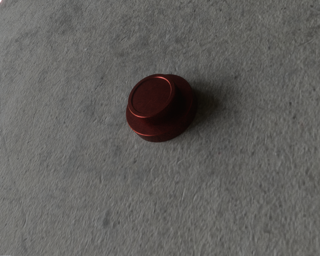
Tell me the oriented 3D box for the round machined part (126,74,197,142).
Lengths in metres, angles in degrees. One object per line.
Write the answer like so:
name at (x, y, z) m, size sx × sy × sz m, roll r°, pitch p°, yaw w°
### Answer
round machined part at (-0.003, -0.033, 0.414) m, size 0.098 × 0.042 × 0.098 m, roll -13°, pitch 56°, yaw 20°
